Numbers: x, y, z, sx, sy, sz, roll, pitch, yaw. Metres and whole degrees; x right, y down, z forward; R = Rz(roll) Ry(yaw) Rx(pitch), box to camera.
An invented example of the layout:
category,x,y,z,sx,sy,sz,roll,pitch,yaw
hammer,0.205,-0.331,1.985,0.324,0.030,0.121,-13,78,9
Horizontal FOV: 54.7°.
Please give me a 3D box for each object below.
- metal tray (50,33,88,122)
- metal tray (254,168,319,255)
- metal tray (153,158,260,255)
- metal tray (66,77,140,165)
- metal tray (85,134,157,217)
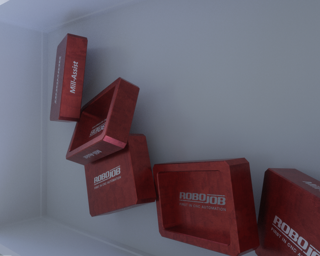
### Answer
category,x,y,z,sx,sy,sz,roll,pitch,yaw
metal tray,-0.148,-0.075,0.498,0.090,0.030,0.129,0,84,62
metal tray,0.125,0.094,0.248,0.130,0.030,0.089,-135,49,-75
metal tray,0.043,0.082,0.346,0.130,0.030,0.089,-13,82,54
metal tray,-0.082,-0.005,0.430,0.130,0.030,0.090,-24,48,50
metal tray,-0.061,0.069,0.433,0.130,0.030,0.090,-29,65,47
